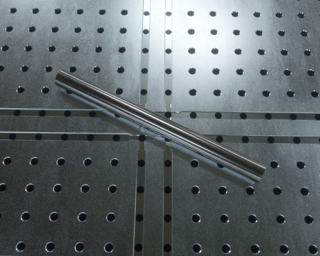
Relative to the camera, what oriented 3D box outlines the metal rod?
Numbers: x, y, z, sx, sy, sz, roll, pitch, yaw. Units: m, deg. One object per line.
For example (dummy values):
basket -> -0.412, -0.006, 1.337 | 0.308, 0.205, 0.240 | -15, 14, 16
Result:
metal rod -> -0.006, -0.007, 0.414 | 0.301, 0.025, 0.025 | 26, 72, 8
